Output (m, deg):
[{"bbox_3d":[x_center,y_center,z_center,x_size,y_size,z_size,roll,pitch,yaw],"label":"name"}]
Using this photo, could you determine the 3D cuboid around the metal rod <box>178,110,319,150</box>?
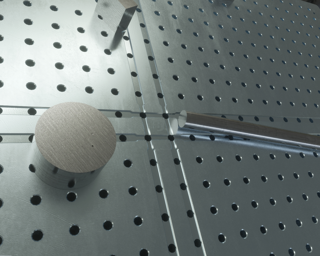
[{"bbox_3d":[0.168,0.009,0.492,0.302,0.025,0.025,9,58,-23],"label":"metal rod"}]

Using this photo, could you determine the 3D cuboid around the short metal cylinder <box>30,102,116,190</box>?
[{"bbox_3d":[-0.093,0.019,0.330,0.081,0.050,0.080,14,56,-21],"label":"short metal cylinder"}]

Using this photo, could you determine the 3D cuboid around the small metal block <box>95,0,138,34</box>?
[{"bbox_3d":[-0.067,-0.181,0.466,0.050,0.050,0.025,49,51,6],"label":"small metal block"}]
